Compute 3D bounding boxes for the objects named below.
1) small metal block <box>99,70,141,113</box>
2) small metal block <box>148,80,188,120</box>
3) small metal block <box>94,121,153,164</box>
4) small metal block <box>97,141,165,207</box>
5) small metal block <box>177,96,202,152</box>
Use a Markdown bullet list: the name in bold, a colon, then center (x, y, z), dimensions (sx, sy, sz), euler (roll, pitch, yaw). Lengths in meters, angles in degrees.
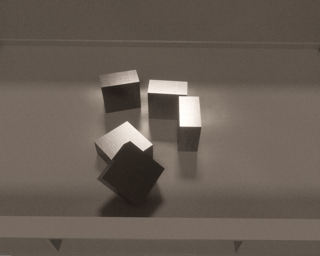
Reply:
- **small metal block**: center (-0.054, -0.050, 0.430), dimensions (0.050, 0.050, 0.025), euler (-10, 51, -9)
- **small metal block**: center (0.010, -0.037, 0.420), dimensions (0.050, 0.050, 0.025), euler (4, 50, 2)
- **small metal block**: center (-0.044, 0.026, 0.383), dimensions (0.050, 0.025, 0.050), euler (-34, 58, -26)
- **small metal block**: center (-0.032, 0.051, 0.341), dimensions (0.050, 0.025, 0.050), euler (40, 66, -11)
- **small metal block**: center (0.036, -0.005, 0.393), dimensions (0.025, 0.050, 0.050), euler (1, 50, 1)
